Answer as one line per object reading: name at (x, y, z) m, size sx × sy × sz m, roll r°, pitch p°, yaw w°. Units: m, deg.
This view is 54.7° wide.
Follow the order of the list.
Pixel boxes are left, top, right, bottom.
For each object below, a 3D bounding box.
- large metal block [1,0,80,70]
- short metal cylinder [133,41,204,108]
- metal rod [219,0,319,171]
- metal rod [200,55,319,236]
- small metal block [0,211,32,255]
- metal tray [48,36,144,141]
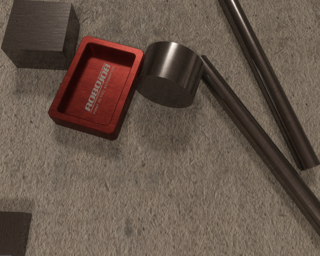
large metal block at (-0.165, -0.131, 0.441) m, size 0.081 × 0.050 × 0.080 m, roll 3°, pitch 70°, yaw 1°
short metal cylinder at (0.012, -0.067, 0.404) m, size 0.080 × 0.080 × 0.050 m, roll 17°, pitch 71°, yaw 6°
metal rod at (0.146, -0.084, 0.440) m, size 0.025 × 0.025 × 0.299 m, roll -16°, pitch 71°, yaw -6°
metal rod at (0.135, 0.024, 0.401) m, size 0.025 × 0.025 × 0.299 m, roll -30°, pitch 73°, yaw -11°
small metal block at (-0.183, 0.124, 0.361) m, size 0.050 × 0.025 × 0.050 m, roll 2°, pitch 70°, yaw 0°
metal tray at (-0.083, -0.057, 0.425) m, size 0.090 × 0.030 × 0.130 m, roll 16°, pitch 71°, yaw 5°
